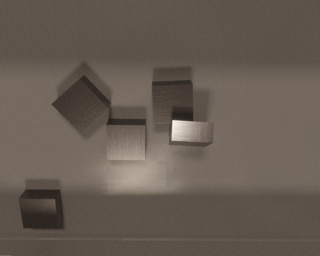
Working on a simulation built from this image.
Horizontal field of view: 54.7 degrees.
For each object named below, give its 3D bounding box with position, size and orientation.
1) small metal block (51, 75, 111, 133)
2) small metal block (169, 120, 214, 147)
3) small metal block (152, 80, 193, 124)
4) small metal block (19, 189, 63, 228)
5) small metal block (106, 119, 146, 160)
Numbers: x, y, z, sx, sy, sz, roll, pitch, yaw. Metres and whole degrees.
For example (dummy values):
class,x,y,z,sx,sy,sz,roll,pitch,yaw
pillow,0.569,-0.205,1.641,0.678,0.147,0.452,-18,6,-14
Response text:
class,x,y,z,sx,sy,sz,roll,pitch,yaw
small metal block,-0.100,-0.031,0.398,0.050,0.025,0.050,-39,106,12
small metal block,0.039,0.008,0.399,0.050,0.050,0.025,3,81,-2
small metal block,0.016,-0.034,0.399,0.050,0.025,0.050,-3,110,0
small metal block,-0.173,0.118,0.453,0.050,0.025,0.050,1,110,-1
small metal block,-0.045,0.015,0.416,0.050,0.025,0.050,1,110,-1
